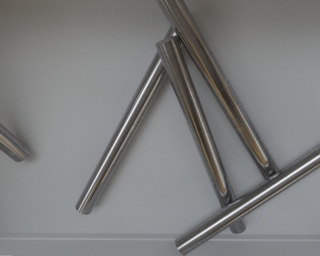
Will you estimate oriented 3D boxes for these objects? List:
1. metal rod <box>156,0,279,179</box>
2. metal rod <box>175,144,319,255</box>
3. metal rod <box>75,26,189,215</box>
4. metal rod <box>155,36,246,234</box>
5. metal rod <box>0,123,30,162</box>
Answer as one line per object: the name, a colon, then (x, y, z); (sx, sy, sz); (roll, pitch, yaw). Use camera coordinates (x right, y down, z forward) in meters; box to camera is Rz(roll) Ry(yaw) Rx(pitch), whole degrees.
metal rod: (0.083, -0.037, 0.382); (0.025, 0.025, 0.299); (-32, 114, 11)
metal rod: (0.148, 0.080, 0.413); (0.300, 0.025, 0.025); (-36, 107, 9)
metal rod: (-0.040, -0.005, 0.408); (0.025, 0.025, 0.298); (27, 108, -10)
metal rod: (0.062, 0.026, 0.407); (0.025, 0.025, 0.299); (-21, 115, 7)
metal rod: (-0.241, -0.055, 0.318); (0.025, 0.025, 0.299); (-22, 136, 7)
